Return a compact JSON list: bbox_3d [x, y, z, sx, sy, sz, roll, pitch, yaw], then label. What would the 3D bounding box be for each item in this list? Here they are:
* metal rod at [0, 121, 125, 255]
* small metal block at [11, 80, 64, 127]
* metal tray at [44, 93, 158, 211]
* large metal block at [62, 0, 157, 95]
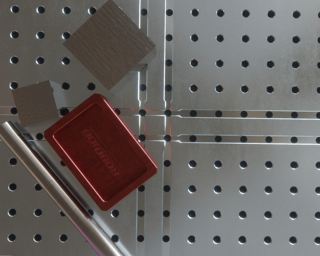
[{"bbox_3d":[-0.111,0.113,0.411,0.025,0.025,0.300,-40,91,0],"label":"metal rod"},{"bbox_3d":[-0.161,-0.032,0.411,0.050,0.025,0.050,-15,90,-1],"label":"small metal block"},{"bbox_3d":[-0.076,0.031,0.409,0.090,0.030,0.130,-38,91,-1],"label":"metal tray"},{"bbox_3d":[-0.061,-0.101,0.400,0.080,0.050,0.080,-44,91,0],"label":"large metal block"}]
